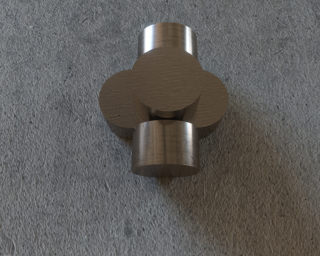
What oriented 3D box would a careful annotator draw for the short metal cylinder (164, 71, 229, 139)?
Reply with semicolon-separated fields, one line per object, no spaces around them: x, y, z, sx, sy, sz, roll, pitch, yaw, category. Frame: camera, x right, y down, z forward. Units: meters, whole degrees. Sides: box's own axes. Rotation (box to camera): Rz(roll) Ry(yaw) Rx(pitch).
0.045;-0.030;0.407;0.081;0.050;0.080;0;70;0;short metal cylinder

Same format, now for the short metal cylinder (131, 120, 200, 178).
0.007;0.028;0.371;0.081;0.080;0.050;0;70;0;short metal cylinder

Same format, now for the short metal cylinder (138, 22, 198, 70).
0.010;-0.095;0.416;0.081;0.080;0.050;0;70;-1;short metal cylinder

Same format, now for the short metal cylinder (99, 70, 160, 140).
-0.035;-0.029;0.406;0.081;0.050;0.080;0;70;0;short metal cylinder

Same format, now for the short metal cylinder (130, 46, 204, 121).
0.008;-0.046;0.359;0.081;0.050;0.080;0;70;0;short metal cylinder
